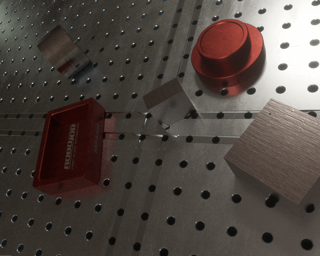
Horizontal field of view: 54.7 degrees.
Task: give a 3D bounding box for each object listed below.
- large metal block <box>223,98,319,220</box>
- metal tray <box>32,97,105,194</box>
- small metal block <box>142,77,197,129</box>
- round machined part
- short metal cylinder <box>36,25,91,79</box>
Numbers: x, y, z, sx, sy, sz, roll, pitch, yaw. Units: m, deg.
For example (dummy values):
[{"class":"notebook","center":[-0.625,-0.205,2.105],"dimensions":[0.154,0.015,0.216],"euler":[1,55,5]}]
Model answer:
[{"class":"large metal block","center":[0.125,0.029,0.309],"dimensions":[0.080,0.050,0.080],"euler":[34,81,38]},{"class":"metal tray","center":[-0.131,0.025,0.456],"dimensions":[0.090,0.030,0.130],"euler":[-15,56,19]},{"class":"small metal block","center":[0.013,-0.031,0.403],"dimensions":[0.050,0.050,0.025],"euler":[-29,52,10]},{"class":"round machined part","center":[0.088,-0.107,0.416],"dimensions":[0.098,0.042,0.098],"euler":[-13,56,20]},{"class":"short metal cylinder","center":[-0.166,-0.132,0.538],"dimensions":[0.050,0.080,0.080],"euler":[-39,51,1]}]
